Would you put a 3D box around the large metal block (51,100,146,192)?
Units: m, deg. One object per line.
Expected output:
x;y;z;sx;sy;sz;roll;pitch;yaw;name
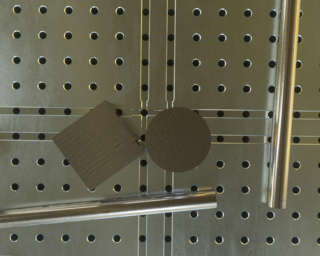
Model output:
-0.075;0.021;0.400;0.080;0.050;0.080;-36;90;0;large metal block

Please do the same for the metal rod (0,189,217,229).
-0.077;0.108;0.412;0.302;0.025;0.025;-5;90;0;metal rod

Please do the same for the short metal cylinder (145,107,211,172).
0.022;0.014;0.401;0.081;0.050;0.080;0;90;0;short metal cylinder

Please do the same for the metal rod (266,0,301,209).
0.166;-0.044;0.414;0.025;0.025;0.298;4;90;0;metal rod
